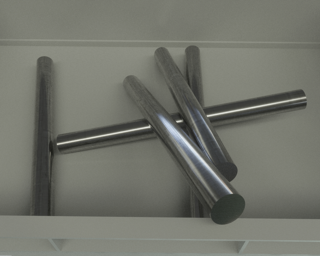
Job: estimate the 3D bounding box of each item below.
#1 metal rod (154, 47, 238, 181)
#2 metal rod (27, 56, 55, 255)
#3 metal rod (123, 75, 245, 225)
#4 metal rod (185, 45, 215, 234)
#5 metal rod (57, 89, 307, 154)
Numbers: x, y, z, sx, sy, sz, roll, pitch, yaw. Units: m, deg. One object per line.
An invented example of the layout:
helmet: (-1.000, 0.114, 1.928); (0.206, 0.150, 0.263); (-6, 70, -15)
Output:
metal rod: (0.028, -0.041, 0.383); (0.025, 0.025, 0.300); (-8, 33, -6)
metal rod: (-0.149, 0.009, 0.396); (0.025, 0.025, 0.300); (-10, 51, -8)
metal rod: (0.001, -0.007, 0.333); (0.025, 0.025, 0.300); (-15, 28, -12)
metal rod: (0.048, -0.011, 0.414); (0.025, 0.025, 0.300); (1, 50, 1)
metal rod: (0.024, -0.007, 0.381); (0.302, 0.025, 0.025); (-11, 50, 2)
